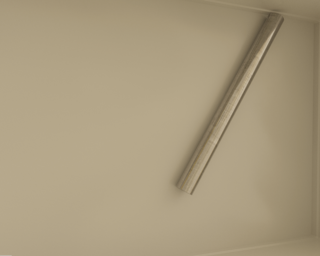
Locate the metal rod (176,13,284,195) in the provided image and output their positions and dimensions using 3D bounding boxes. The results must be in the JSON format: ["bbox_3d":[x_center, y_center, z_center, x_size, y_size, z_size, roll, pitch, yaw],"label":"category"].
[{"bbox_3d":[0.106,-0.042,0.451,0.025,0.025,0.300,33,79,-18],"label":"metal rod"}]
